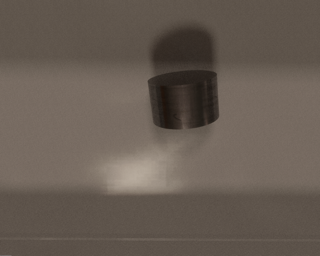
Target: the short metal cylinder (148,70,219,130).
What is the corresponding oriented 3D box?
[{"bbox_3d":[0.029,-0.036,0.369,0.080,0.080,0.050,-6,110,2],"label":"short metal cylinder"}]
